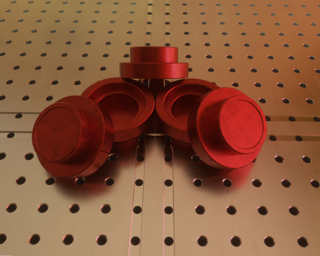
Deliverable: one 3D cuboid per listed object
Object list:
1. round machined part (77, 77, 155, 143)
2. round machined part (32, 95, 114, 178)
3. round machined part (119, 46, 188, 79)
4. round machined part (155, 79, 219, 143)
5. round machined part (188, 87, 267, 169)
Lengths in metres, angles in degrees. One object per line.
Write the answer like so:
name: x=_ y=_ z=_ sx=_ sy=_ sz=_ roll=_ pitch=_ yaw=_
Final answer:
round machined part: x=-0.056 y=-0.019 z=0.411 sx=0.099 sy=0.042 sz=0.098 roll=0 pitch=50 yaw=0
round machined part: x=-0.107 y=0.008 z=0.358 sx=0.098 sy=0.042 sz=0.098 roll=-5 pitch=76 yaw=21
round machined part: x=-0.009 y=-0.094 z=0.442 sx=0.099 sy=0.042 sz=0.098 roll=0 pitch=12 yaw=0
round machined part: x=0.043 y=-0.018 z=0.412 sx=0.099 sy=0.042 sz=0.098 roll=0 pitch=50 yaw=0
round machined part: x=0.085 y=-0.001 z=0.364 sx=0.099 sy=0.042 sz=0.097 roll=5 pitch=79 yaw=-25
